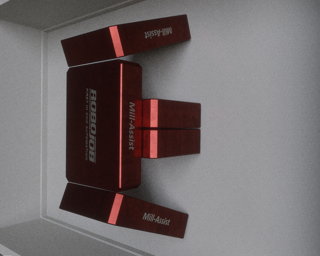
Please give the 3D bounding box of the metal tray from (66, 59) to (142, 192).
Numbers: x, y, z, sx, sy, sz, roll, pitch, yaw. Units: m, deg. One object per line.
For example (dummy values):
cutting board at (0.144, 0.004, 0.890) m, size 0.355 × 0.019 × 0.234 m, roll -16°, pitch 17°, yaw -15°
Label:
metal tray at (-0.063, -0.003, 0.336) m, size 0.090 × 0.030 × 0.129 m, roll 1°, pitch 91°, yaw 39°

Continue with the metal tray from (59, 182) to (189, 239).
metal tray at (-0.038, 0.099, 0.366) m, size 0.090 × 0.130 × 0.030 m, roll 1°, pitch 69°, yaw 39°

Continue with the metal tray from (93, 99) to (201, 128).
metal tray at (-0.027, -0.016, 0.385) m, size 0.130 × 0.091 × 0.030 m, roll 1°, pitch 91°, yaw 40°

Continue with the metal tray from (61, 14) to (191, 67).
metal tray at (-0.036, -0.104, 0.365) m, size 0.090 × 0.131 × 0.030 m, roll 1°, pitch 111°, yaw 40°

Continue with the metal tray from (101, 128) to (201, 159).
metal tray at (-0.027, 0.015, 0.386) m, size 0.130 × 0.091 × 0.030 m, roll 1°, pitch 91°, yaw 40°
